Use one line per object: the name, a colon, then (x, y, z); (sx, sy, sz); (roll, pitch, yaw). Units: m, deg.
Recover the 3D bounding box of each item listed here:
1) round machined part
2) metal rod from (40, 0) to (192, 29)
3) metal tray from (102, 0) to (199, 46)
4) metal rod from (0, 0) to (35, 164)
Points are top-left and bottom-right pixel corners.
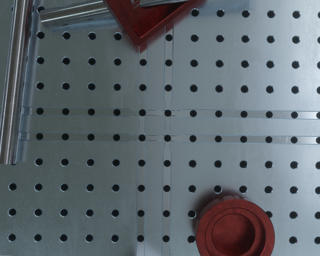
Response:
round machined part: (0.094, 0.137, 0.406); (0.099, 0.042, 0.097); (0, 90, -1)
metal rod: (-0.005, -0.167, 0.393); (0.301, 0.025, 0.025); (-9, 90, 7)
metal tray: (-0.003, -0.175, 0.380); (0.130, 0.090, 0.030); (-38, 53, 0)
metal rod: (-0.187, -0.102, 0.410); (0.025, 0.025, 0.298); (6, 90, -1)
